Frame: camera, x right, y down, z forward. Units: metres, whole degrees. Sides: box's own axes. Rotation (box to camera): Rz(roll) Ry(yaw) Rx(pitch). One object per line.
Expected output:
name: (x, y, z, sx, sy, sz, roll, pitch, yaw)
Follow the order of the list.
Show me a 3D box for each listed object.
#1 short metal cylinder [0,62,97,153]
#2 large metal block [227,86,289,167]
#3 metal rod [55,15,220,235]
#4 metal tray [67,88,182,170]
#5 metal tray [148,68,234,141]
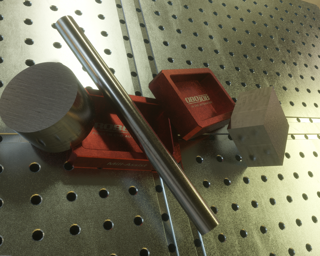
short metal cylinder: (-0.113, -0.021, 0.321, 0.080, 0.050, 0.080, -4, 63, 9)
large metal block: (0.145, -0.001, 0.448, 0.080, 0.050, 0.080, 55, 45, -30)
metal rod: (-0.032, -0.011, 0.359, 0.025, 0.025, 0.299, -28, 77, -37)
metal tray: (-0.043, 0.003, 0.379, 0.131, 0.030, 0.090, 6, 59, -25)
metal tray: (0.054, -0.039, 0.433, 0.131, 0.030, 0.090, -16, 70, -52)
